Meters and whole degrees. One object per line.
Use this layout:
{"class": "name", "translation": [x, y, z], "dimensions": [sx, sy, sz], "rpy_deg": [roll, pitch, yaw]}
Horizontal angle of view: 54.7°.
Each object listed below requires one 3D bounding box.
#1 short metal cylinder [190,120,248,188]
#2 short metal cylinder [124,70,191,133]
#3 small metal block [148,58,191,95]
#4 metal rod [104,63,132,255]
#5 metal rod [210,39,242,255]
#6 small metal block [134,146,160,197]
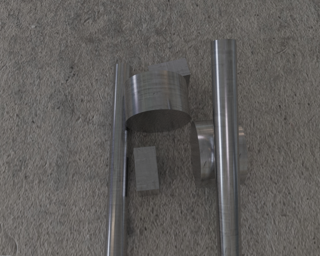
{"class": "short metal cylinder", "translation": [0.067, 0.030, 0.369], "dimensions": [0.050, 0.080, 0.080], "rpy_deg": [-4, 70, -2]}
{"class": "short metal cylinder", "translation": [-0.004, -0.031, 0.390], "dimensions": [0.081, 0.080, 0.050], "rpy_deg": [-5, 70, -2]}
{"class": "small metal block", "translation": [0.011, -0.065, 0.419], "dimensions": [0.050, 0.050, 0.025], "rpy_deg": [-13, 71, -5]}
{"class": "metal rod", "translation": [-0.051, 0.055, 0.387], "dimensions": [0.025, 0.025, 0.299], "rpy_deg": [0, 70, 0]}
{"class": "metal rod", "translation": [0.070, 0.063, 0.319], "dimensions": [0.025, 0.025, 0.298], "rpy_deg": [-3, 96, -1]}
{"class": "small metal block", "translation": [-0.016, 0.054, 0.375], "dimensions": [0.025, 0.050, 0.050], "rpy_deg": [-6, 70, -2]}
